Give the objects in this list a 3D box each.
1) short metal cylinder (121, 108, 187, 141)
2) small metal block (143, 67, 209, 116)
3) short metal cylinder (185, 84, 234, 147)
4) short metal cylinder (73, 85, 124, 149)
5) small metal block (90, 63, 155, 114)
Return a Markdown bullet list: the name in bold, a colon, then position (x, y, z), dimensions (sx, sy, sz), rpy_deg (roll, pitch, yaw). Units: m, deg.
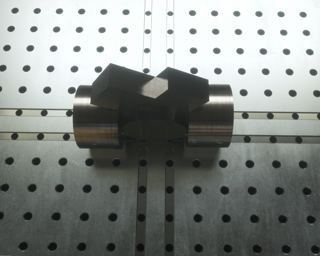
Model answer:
- **short metal cylinder**: position (-0.007, -0.019, 0.389), dimensions (0.081, 0.080, 0.050), rpy_deg (1, 70, 0)
- **small metal block**: position (0.017, -0.037, 0.330), dimensions (0.050, 0.050, 0.025), rpy_deg (12, 67, -29)
- **short metal cylinder**: position (0.059, -0.015, 0.388), dimensions (0.050, 0.080, 0.080), rpy_deg (0, 70, 1)
- **short metal cylinder**: position (-0.072, -0.014, 0.386), dimensions (0.050, 0.080, 0.080), rpy_deg (1, 70, 1)
- **small metal block**: position (-0.040, -0.040, 0.326), dimensions (0.050, 0.050, 0.025), rpy_deg (12, 67, -29)
